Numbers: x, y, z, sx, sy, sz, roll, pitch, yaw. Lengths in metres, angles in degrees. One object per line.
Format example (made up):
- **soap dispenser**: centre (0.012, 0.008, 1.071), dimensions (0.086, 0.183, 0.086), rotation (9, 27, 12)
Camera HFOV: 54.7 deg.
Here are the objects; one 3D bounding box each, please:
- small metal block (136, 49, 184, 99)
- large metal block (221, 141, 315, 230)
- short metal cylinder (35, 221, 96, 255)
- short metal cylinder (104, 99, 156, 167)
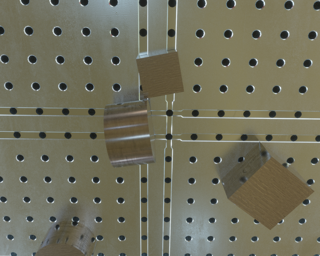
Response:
- **small metal block**: centre (0.001, -0.068, 0.388), dimensions (0.050, 0.025, 0.050), rotation (-10, 110, 3)
- **large metal block**: centre (0.146, 0.080, 0.431), dimensions (0.080, 0.050, 0.080), rotation (37, 106, -13)
- **short metal cylinder**: centre (-0.142, 0.190, 0.469), dimensions (0.081, 0.050, 0.079), rotation (0, 110, 0)
- **short metal cylinder**: centre (-0.035, 0.007, 0.386), dimensions (0.050, 0.080, 0.079), rotation (-7, 110, 2)
